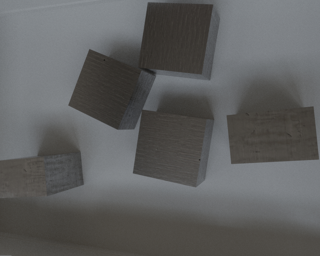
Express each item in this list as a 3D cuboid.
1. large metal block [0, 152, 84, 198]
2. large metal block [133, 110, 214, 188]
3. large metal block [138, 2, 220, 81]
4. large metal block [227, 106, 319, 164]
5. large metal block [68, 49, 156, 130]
[{"bbox_3d":[-0.168,0.065,0.439,0.080,0.080,0.050,-6,88,19],"label":"large metal block"},{"bbox_3d":[0.018,0.023,0.390,0.080,0.050,0.079,9,93,19],"label":"large metal block"},{"bbox_3d":[0.025,-0.107,0.388,0.080,0.050,0.079,10,93,19],"label":"large metal block"},{"bbox_3d":[0.121,0.008,0.338,0.080,0.080,0.050,-6,88,19],"label":"large metal block"},{"bbox_3d":[-0.064,-0.050,0.419,0.080,0.050,0.080,25,98,18],"label":"large metal block"}]
